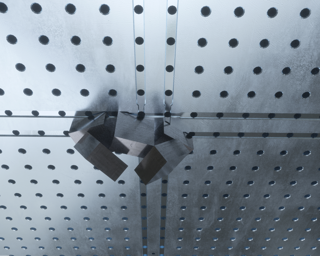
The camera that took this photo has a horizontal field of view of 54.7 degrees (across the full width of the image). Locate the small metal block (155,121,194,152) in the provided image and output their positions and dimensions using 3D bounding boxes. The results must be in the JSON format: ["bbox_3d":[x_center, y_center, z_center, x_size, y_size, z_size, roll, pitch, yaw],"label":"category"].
[{"bbox_3d":[0.011,0.025,0.434,0.050,0.025,0.050,29,124,-23],"label":"small metal block"}]

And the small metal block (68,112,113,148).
[{"bbox_3d":[-0.087,0.011,0.420,0.050,0.025,0.050,-15,129,12],"label":"small metal block"}]

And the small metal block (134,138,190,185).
[{"bbox_3d":[0.003,0.042,0.396,0.050,0.025,0.050,-15,150,-51],"label":"small metal block"}]

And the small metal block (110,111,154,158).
[{"bbox_3d":[-0.035,0.009,0.402,0.050,0.050,0.025,14,129,-13],"label":"small metal block"}]

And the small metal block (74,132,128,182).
[{"bbox_3d":[-0.075,0.035,0.388,0.025,0.050,0.050,-50,122,-10],"label":"small metal block"}]
